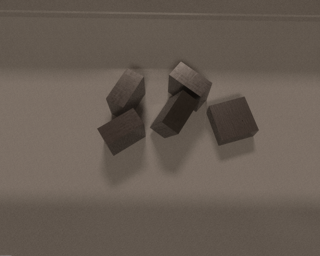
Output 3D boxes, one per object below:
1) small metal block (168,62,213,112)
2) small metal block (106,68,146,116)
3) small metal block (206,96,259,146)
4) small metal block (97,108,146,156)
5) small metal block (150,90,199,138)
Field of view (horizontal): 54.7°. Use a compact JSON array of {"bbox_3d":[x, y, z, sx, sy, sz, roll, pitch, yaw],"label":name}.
[{"bbox_3d":[0.039,-0.054,0.417,0.050,0.050,0.025,37,74,12],"label":"small metal block"},{"bbox_3d":[-0.044,-0.043,0.411,0.025,0.050,0.050,28,72,9],"label":"small metal block"},{"bbox_3d":[0.096,-0.009,0.414,0.050,0.025,0.050,-15,71,-6],"label":"small metal block"},{"bbox_3d":[-0.047,0.006,0.394,0.050,0.050,0.025,-31,73,-11],"label":"small metal block"},{"bbox_3d":[0.017,-0.016,0.400,0.025,0.050,0.050,37,73,-11],"label":"small metal block"}]
